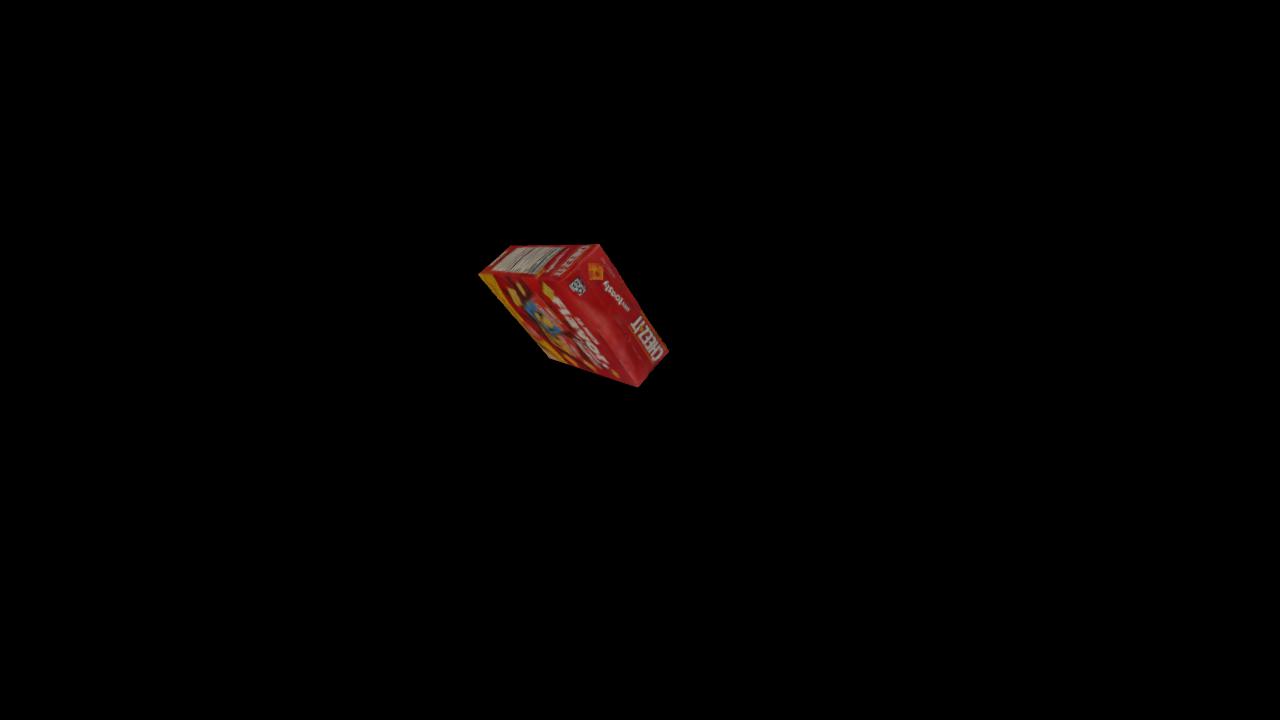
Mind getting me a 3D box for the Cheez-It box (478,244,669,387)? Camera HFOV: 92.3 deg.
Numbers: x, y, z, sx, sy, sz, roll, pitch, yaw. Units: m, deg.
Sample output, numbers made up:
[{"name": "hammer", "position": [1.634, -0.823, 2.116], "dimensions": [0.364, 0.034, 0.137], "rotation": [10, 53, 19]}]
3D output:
[{"name": "Cheez-It box", "position": [-0.087, -0.062, 0.769], "dimensions": [0.223, 0.071, 0.166], "rotation": [14, -33, 52]}]
